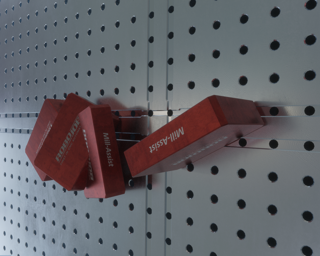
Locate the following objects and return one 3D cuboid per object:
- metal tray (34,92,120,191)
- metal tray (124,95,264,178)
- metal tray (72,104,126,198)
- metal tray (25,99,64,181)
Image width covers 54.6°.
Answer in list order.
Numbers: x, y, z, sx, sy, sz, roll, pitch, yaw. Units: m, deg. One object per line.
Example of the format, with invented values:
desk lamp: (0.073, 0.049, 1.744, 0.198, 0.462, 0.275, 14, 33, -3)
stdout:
metal tray: (-0.131, 0.021, 0.483, 0.090, 0.030, 0.130, 28, 91, 26)
metal tray: (0.035, 0.012, 0.338, 0.130, 0.091, 0.030, -33, 70, 35)
metal tray: (-0.095, 0.038, 0.465, 0.090, 0.030, 0.129, -19, 80, 56)
metal tray: (-0.200, 0.022, 0.574, 0.090, 0.030, 0.129, 46, 117, 30)
